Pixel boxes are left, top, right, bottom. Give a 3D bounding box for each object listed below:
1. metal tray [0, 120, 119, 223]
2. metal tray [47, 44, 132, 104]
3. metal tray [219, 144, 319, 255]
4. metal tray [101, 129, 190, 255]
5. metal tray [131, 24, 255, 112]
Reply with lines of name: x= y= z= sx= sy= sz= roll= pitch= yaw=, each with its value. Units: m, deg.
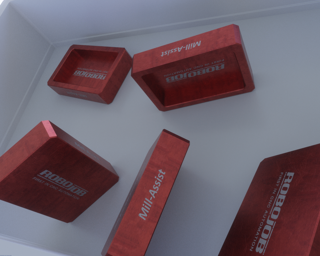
metal tray: x=-0.119 y=0.057 z=0.364 sx=0.090 sy=0.130 sz=0.030 roll=-42 pitch=51 yaw=0
metal tray: x=-0.118 y=-0.093 z=0.519 sx=0.130 sy=0.030 sz=0.090 roll=13 pitch=68 yaw=33
metal tray: x=0.102 y=0.075 z=0.250 sx=0.130 sy=0.030 sz=0.090 roll=-54 pitch=11 yaw=-29
metal tray: x=-0.016 y=0.074 z=0.320 sx=0.030 sy=0.090 sz=0.130 roll=26 pitch=67 yaw=-3
metal tray: x=0.042 y=-0.068 z=0.382 sx=0.130 sy=0.090 sz=0.030 roll=-12 pitch=57 yaw=21
